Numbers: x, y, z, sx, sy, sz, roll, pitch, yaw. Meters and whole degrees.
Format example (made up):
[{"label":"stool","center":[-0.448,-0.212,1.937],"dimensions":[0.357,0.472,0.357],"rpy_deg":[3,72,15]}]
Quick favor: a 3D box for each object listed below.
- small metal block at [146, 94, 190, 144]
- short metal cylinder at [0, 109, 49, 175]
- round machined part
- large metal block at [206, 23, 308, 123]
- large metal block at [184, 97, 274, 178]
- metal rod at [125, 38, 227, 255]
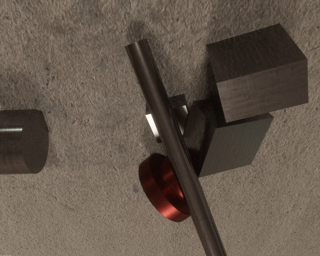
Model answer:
[{"label":"small metal block","center":[0.014,-0.011,0.398],"dimensions":[0.050,0.025,0.050],"rpy_deg":[-14,129,11]},{"label":"short metal cylinder","center":[-0.178,0.017,0.383],"dimensions":[0.050,0.080,0.079],"rpy_deg":[-2,130,1]},{"label":"round machined part","center":[0.020,0.074,0.424],"dimensions":[0.042,0.098,0.098],"rpy_deg":[-39,121,19]},{"label":"large metal block","center":[0.098,-0.059,0.323],"dimensions":[0.080,0.080,0.050],"rpy_deg":[-14,129,11]},{"label":"large metal block","center":[0.079,0.008,0.381],"dimensions":[0.081,0.050,0.079],"rpy_deg":[-10,134,-23]},{"label":"metal rod","center":[0.026,0.044,0.367],"dimensions":[0.025,0.025,0.298],"rpy_deg":[-18,104,14]}]
